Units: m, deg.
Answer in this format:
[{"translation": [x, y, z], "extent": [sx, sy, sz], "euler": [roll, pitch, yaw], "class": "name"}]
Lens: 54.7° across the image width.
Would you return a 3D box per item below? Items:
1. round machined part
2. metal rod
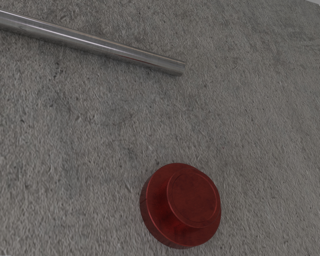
[{"translation": [0.030, 0.085, 0.357], "extent": [0.099, 0.042, 0.098], "euler": [14, 56, -21], "class": "round machined part"}, {"translation": [-0.104, -0.117, 0.418], "extent": [0.302, 0.025, 0.025], "euler": [11, 57, -23], "class": "metal rod"}]
